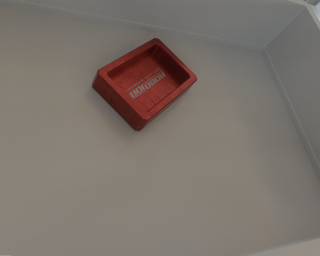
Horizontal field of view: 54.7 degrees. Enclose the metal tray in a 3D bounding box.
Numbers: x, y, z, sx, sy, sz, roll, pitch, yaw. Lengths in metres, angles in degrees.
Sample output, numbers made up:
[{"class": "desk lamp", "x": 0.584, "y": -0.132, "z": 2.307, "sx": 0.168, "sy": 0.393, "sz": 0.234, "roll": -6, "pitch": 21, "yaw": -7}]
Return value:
[{"class": "metal tray", "x": -0.017, "y": -0.066, "z": 0.434, "sx": 0.090, "sy": 0.030, "sz": 0.131, "roll": 45, "pitch": 51, "yaw": 3}]
